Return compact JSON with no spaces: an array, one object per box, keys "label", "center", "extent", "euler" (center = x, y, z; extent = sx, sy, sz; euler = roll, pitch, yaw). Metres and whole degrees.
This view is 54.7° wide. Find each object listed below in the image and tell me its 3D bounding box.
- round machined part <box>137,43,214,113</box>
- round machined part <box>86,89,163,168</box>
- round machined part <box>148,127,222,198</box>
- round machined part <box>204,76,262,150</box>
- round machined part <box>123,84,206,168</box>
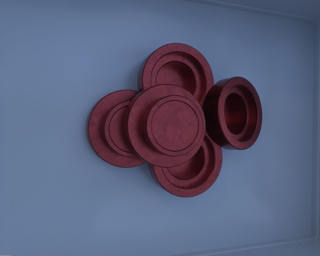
[{"label":"round machined part","center":[0.017,-0.058,0.407],"extent":[0.099,0.042,0.097],"euler":[0,90,-21]},{"label":"round machined part","center":[-0.039,0.001,0.384],"extent":[0.099,0.042,0.097],"euler":[0,90,-21]},{"label":"round machined part","center":[0.030,0.039,0.412],"extent":[0.099,0.042,0.097],"euler":[0,90,-21]},{"label":"round machined part","center":[0.095,-0.019,0.425],"extent":[0.099,0.042,0.097],"euler":[3,86,-41]},{"label":"round machined part","center":[0.010,-0.003,0.358],"extent":[0.099,0.042,0.097],"euler":[0,90,-21]}]
